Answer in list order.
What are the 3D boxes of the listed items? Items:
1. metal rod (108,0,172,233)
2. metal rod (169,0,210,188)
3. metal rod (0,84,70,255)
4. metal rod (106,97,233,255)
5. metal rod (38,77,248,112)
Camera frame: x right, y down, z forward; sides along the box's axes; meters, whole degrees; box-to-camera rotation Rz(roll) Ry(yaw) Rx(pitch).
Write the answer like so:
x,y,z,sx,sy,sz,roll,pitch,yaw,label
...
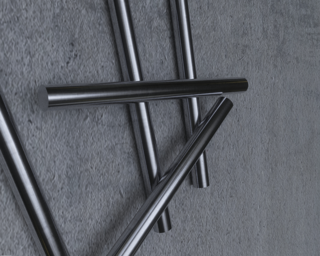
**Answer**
x,y,z,sx,sy,sz,roll,pitch,yaw,label
-0.023,-0.013,0.384,0.025,0.025,0.298,-18,101,-39,metal rod
0.041,-0.063,0.438,0.025,0.025,0.298,-13,98,-39,metal rod
-0.134,0.037,0.292,0.025,0.025,0.298,-27,107,-37,metal rod
0.012,0.069,0.380,0.301,0.025,0.025,-52,121,-27,metal rod
0.009,-0.046,0.377,0.302,0.025,0.025,-9,96,-39,metal rod
